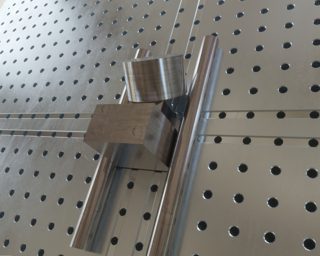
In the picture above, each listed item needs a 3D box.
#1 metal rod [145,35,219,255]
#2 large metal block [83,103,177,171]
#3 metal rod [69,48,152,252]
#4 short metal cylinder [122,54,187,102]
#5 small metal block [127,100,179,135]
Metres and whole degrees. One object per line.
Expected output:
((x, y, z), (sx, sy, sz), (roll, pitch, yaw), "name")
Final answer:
((0.035, 0.006, 0.386), (0.025, 0.025, 0.300), (2, 62, 29), "metal rod")
((-0.031, 0.013, 0.378), (0.080, 0.080, 0.050), (1, 62, 28), "large metal block")
((-0.060, 0.013, 0.432), (0.025, 0.025, 0.300), (1, 62, 28), "metal rod")
((-0.006, -0.068, 0.410), (0.080, 0.050, 0.080), (-7, 16, 2), "short metal cylinder")
((-0.010, -0.013, 0.405), (0.050, 0.050, 0.025), (2, 63, 28), "small metal block")
